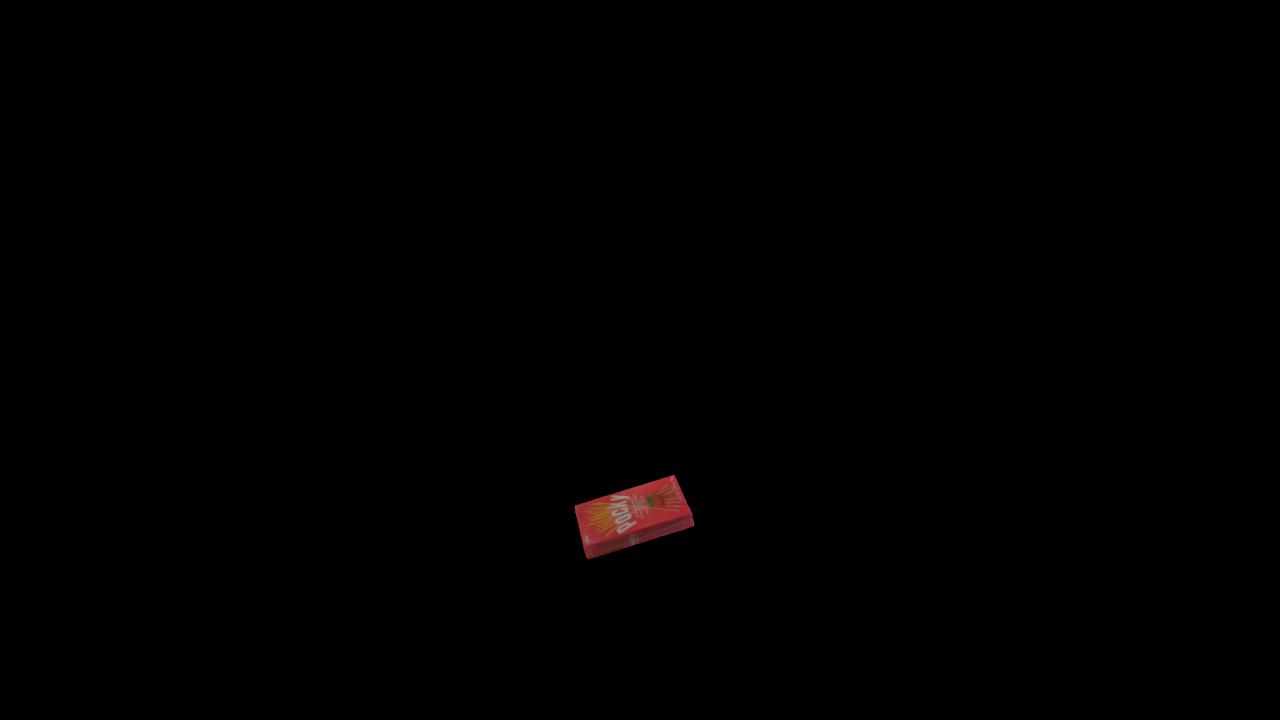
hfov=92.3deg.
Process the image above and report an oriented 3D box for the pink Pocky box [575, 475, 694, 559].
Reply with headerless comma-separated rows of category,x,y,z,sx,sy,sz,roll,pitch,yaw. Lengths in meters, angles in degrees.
pink Pocky box,-0.010,0.218,0.863,0.155,0.029,0.084,-16,32,-7
